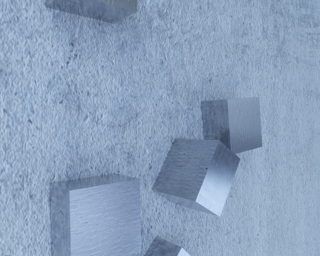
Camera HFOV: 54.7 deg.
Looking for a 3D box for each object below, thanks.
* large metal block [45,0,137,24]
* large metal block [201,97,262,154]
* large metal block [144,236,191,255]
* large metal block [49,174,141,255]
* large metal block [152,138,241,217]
[{"bbox_3d":[-0.072,-0.165,0.328,0.081,0.050,0.080,0,90,-40],"label":"large metal block"},{"bbox_3d":[0.113,-0.005,0.483,0.081,0.050,0.079,-8,96,-40],"label":"large metal block"},{"bbox_3d":[0.012,0.202,0.399,0.080,0.050,0.080,51,60,-28],"label":"large metal block"},{"bbox_3d":[-0.068,0.096,0.331,0.081,0.050,0.079,-2,92,-40],"label":"large metal block"},{"bbox_3d":[0.047,0.062,0.408,0.050,0.080,0.080,38,67,-34],"label":"large metal block"}]
